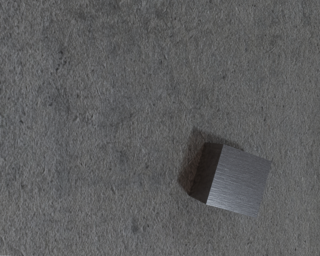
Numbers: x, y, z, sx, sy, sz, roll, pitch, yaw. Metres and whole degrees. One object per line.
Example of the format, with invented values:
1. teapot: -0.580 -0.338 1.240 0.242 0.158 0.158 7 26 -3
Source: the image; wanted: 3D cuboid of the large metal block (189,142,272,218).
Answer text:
1. large metal block: 0.098 0.071 0.432 0.080 0.050 0.080 19 84 -19
